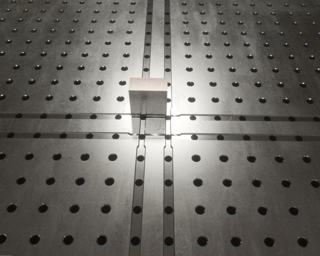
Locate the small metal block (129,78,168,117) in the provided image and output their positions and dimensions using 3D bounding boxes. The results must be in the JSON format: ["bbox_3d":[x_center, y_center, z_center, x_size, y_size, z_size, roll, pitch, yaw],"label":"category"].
[{"bbox_3d":[-0.015,-0.042,0.426,0.050,0.050,0.025,1,50,0],"label":"small metal block"}]
